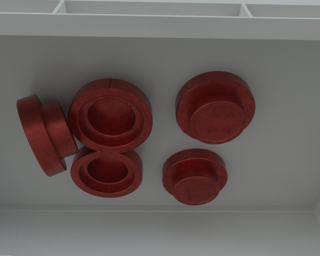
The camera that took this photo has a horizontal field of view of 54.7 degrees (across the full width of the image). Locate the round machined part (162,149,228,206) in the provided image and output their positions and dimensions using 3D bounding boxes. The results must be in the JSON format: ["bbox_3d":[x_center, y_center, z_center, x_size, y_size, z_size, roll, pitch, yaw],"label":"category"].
[{"bbox_3d":[0.053,0.080,0.467,0.099,0.042,0.097,-1,130,0],"label":"round machined part"}]

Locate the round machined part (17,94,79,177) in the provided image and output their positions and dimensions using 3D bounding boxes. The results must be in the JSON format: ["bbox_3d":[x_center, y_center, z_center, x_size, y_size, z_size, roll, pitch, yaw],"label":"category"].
[{"bbox_3d":[-0.129,0.005,0.370,0.042,0.098,0.097,-22,132,-14],"label":"round machined part"}]

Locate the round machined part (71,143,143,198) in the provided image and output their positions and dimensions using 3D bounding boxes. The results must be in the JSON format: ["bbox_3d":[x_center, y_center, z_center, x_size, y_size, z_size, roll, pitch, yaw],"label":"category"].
[{"bbox_3d":[-0.073,0.053,0.443,0.099,0.042,0.097,-1,131,0],"label":"round machined part"}]

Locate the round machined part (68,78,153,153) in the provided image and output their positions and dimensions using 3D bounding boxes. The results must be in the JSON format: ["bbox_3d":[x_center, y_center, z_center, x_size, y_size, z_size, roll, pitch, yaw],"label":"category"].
[{"bbox_3d":[-0.059,-0.019,0.379,0.099,0.042,0.097,-2,128,-2],"label":"round machined part"}]

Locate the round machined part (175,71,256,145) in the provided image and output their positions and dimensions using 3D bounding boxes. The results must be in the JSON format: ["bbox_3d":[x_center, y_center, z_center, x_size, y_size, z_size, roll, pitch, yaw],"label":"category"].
[{"bbox_3d":[0.069,-0.018,0.384,0.099,0.042,0.097,-1,130,0],"label":"round machined part"}]
